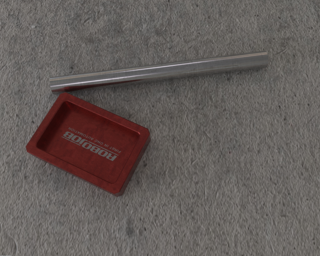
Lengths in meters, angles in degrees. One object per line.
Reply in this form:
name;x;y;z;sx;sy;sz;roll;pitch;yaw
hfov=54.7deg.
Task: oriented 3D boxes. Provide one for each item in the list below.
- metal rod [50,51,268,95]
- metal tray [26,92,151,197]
metal rod;0.001;-0.078;0.436;0.302;0.025;0.025;-8;70;-3
metal tray;-0.089;0.020;0.397;0.130;0.030;0.090;24;72;8
